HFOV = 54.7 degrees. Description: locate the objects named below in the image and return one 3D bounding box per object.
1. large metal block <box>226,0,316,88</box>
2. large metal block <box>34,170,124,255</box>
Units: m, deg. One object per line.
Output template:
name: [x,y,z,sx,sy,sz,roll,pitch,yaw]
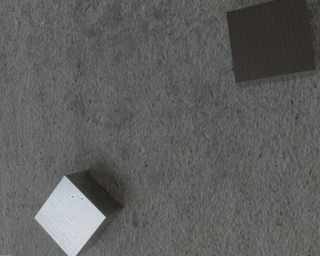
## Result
large metal block: [0.124,-0.094,0.352,0.080,0.050,0.080,-8,87,19]
large metal block: [-0.113,0.119,0.436,0.080,0.050,0.080,41,103,15]
